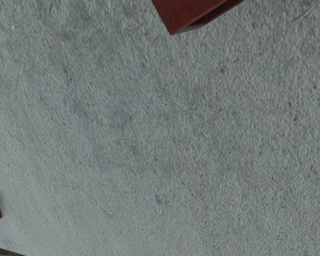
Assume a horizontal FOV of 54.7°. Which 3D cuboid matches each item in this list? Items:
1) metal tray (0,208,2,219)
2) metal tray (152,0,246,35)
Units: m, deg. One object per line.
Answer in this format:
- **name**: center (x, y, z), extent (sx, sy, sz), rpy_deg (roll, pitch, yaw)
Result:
- **metal tray**: center (-0.448, 0.172, 0.747), extent (0.130, 0.030, 0.089), rpy_deg (22, 127, 14)
- **metal tray**: center (0.067, -0.120, 0.235), extent (0.130, 0.090, 0.030), rpy_deg (-25, 99, 29)
